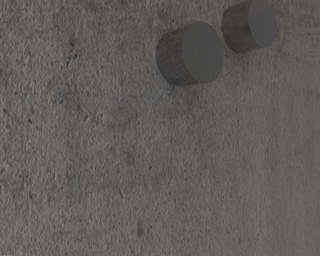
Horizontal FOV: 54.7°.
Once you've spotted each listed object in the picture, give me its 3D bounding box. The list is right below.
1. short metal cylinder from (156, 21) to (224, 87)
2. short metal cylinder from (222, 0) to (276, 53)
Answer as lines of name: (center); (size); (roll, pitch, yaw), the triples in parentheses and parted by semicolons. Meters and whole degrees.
short metal cylinder: (0.042, -0.099, 0.423); (0.081, 0.050, 0.080); (0, 90, -40)
short metal cylinder: (0.148, -0.168, 0.511); (0.081, 0.050, 0.080); (0, 90, -40)
